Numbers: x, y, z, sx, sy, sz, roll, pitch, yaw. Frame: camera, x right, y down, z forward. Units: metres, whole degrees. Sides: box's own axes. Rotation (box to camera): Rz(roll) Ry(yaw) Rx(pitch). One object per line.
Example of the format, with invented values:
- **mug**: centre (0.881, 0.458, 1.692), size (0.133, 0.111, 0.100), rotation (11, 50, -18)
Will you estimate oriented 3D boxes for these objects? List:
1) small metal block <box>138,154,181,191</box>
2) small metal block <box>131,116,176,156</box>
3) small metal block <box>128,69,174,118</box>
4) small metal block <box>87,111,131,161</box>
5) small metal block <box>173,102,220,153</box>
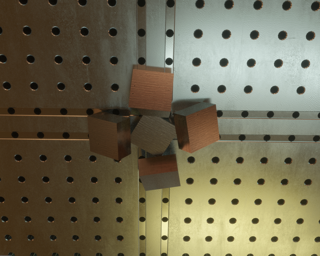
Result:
- **small metal block**: centre (0.000, 0.062, 0.423), size (0.050, 0.025, 0.050), rotation (-8, 146, 3)
- **small metal block**: centre (-0.009, 0.005, 0.415), size (0.050, 0.025, 0.050), rotation (30, 107, -11)
- **small metal block**: centre (-0.011, -0.042, 0.384), size (0.050, 0.025, 0.050), rotation (6, 74, -3)
- **small metal block**: centre (-0.066, 0.009, 0.404), size (0.050, 0.025, 0.050), rotation (13, 114, 32)
- **small metal block**: centre (0.048, -0.002, 0.401), size (0.050, 0.025, 0.050), rotation (-22, 113, -30)
